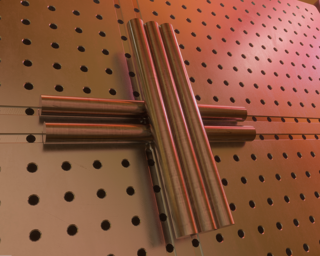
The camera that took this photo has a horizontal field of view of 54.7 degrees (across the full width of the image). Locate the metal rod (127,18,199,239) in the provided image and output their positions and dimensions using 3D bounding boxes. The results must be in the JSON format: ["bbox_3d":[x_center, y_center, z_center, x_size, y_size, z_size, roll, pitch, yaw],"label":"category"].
[{"bbox_3d":[-0.004,-0.019,0.387,0.025,0.025,0.299,1,61,-28],"label":"metal rod"}]

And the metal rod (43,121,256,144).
[{"bbox_3d":[0.007,0.007,0.409,0.303,0.025,0.025,1,62,-28],"label":"metal rod"}]

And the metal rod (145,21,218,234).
[{"bbox_3d":[0.018,-0.019,0.399,0.025,0.025,0.299,1,61,-28],"label":"metal rod"}]

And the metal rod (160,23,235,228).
[{"bbox_3d":[0.040,-0.020,0.412,0.025,0.025,0.299,1,61,-28],"label":"metal rod"}]

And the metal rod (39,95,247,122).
[{"bbox_3d":[-0.003,-0.024,0.423,0.303,0.025,0.025,1,62,-28],"label":"metal rod"}]
